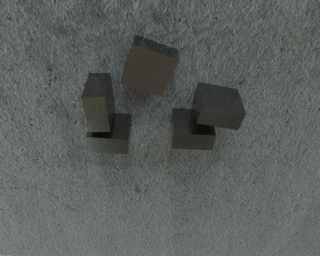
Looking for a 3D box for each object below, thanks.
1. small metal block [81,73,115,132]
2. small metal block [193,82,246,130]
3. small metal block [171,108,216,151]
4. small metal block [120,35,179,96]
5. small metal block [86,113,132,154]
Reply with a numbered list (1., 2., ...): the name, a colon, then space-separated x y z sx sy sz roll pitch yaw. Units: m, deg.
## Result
1. small metal block: -0.071 -0.030 0.364 0.025 0.050 0.050 -1 130 0
2. small metal block: 0.069 -0.027 0.369 0.050 0.050 0.025 10 129 -8
3. small metal block: 0.040 0.001 0.392 0.050 0.050 0.025 3 130 -3
4. small metal block: -0.012 -0.069 0.348 0.050 0.025 0.050 16 128 -14
5. small metal block: -0.064 0.006 0.395 0.050 0.050 0.025 4 130 -4
